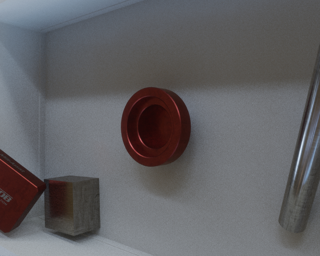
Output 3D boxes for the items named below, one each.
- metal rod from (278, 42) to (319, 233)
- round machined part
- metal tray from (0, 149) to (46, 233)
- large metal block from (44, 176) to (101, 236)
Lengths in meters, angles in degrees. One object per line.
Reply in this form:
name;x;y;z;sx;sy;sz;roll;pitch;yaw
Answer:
metal rod;0.128;-0.038;0.232;0.025;0.025;0.298;23;126;37
round machined part;-0.001;-0.001;0.395;0.098;0.042;0.097;0;90;39
metal tray;-0.262;0.092;0.496;0.130;0.030;0.090;36;93;4
large metal block;-0.144;0.123;0.507;0.080;0.050;0.079;-3;88;39
